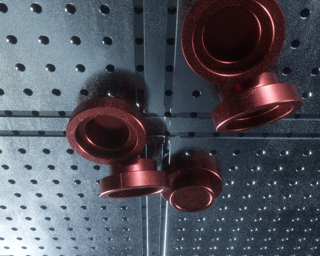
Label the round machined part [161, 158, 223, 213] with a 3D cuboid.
[{"bbox_3d":[0.049,0.095,0.482,0.099,0.042,0.097,-1,130,0],"label":"round machined part"}]

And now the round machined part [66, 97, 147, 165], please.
[{"bbox_3d":[-0.066,-0.001,0.399,0.099,0.042,0.097,0,130,0],"label":"round machined part"}]

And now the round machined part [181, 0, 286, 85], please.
[{"bbox_3d":[0.071,-0.097,0.314,0.099,0.042,0.097,1,124,2],"label":"round machined part"}]

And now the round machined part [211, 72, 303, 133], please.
[{"bbox_3d":[0.107,-0.030,0.357,0.099,0.042,0.098,-13,164,-4],"label":"round machined part"}]

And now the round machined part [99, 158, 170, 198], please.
[{"bbox_3d":[-0.037,0.072,0.443,0.099,0.042,0.098,-7,160,-2],"label":"round machined part"}]
